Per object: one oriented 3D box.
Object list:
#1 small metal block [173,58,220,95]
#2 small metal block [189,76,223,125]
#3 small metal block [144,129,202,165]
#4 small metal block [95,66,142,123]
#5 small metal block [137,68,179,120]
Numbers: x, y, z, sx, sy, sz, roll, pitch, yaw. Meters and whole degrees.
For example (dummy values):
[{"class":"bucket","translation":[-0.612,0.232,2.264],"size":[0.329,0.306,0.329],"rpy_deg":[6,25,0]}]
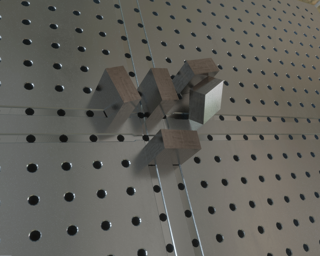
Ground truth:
[{"class":"small metal block","translation":[0.053,-0.079,0.470],"size":[0.050,0.050,0.025],"rpy_deg":[-15,69,-34]},{"class":"small metal block","translation":[0.067,-0.041,0.452],"size":[0.025,0.050,0.050],"rpy_deg":[24,44,30]},{"class":"small metal block","translation":[0.015,0.025,0.387],"size":[0.050,0.050,0.025],"rpy_deg":[3,61,-27]},{"class":"small metal block","translation":[-0.054,-0.042,0.390],"size":[0.025,0.050,0.050],"rpy_deg":[-18,72,-35]},{"class":"small metal block","translation":[-0.004,-0.046,0.419],"size":[0.025,0.050,0.050],"rpy_deg":[-5,64,-31]}]
